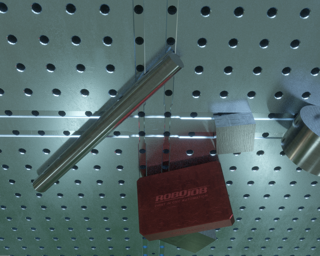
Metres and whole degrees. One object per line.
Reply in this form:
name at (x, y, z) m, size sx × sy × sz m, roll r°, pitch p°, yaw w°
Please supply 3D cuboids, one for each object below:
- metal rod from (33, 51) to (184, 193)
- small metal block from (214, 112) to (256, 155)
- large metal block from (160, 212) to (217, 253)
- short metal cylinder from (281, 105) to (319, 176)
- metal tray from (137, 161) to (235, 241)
metal rod at (-0.085, 0.006, 0.415) m, size 0.025 × 0.025 × 0.299 m, roll 36°, pitch 121°, yaw -27°
small metal block at (0.100, 0.008, 0.420) m, size 0.050 × 0.025 × 0.050 m, roll -6°, pitch 130°, yaw 4°
large metal block at (0.038, 0.141, 0.497) m, size 0.080 × 0.080 × 0.050 m, roll 29°, pitch 124°, yaw -23°
short metal cylinder at (0.204, 0.015, 0.392) m, size 0.081 × 0.080 × 0.050 m, roll 10°, pitch 129°, yaw -9°
metal tray at (0.034, 0.106, 0.454) m, size 0.131 × 0.090 × 0.030 m, roll -14°, pitch 142°, yaw 9°
